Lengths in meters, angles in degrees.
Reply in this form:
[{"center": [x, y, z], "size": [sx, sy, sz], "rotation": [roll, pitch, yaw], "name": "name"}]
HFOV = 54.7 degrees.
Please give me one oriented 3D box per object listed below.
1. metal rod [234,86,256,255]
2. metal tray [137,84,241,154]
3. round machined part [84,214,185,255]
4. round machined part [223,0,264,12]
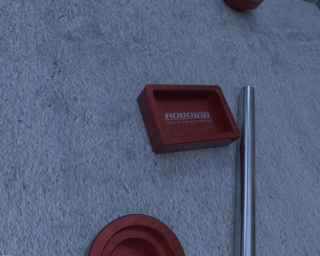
[{"center": [0.122, 0.057, 0.436], "size": [0.025, 0.025, 0.300], "rotation": [23, 53, -15], "name": "metal rod"}, {"center": [0.042, -0.016, 0.434], "size": [0.131, 0.030, 0.090], "rotation": [-4, 64, -30], "name": "metal tray"}, {"center": [-0.026, 0.137, 0.297], "size": [0.099, 0.042, 0.098], "rotation": [14, 56, -21], "name": "round machined part"}, {"center": [0.172, -0.290, 0.665], "size": [0.099, 0.042, 0.098], "rotation": [14, 56, -21], "name": "round machined part"}]
